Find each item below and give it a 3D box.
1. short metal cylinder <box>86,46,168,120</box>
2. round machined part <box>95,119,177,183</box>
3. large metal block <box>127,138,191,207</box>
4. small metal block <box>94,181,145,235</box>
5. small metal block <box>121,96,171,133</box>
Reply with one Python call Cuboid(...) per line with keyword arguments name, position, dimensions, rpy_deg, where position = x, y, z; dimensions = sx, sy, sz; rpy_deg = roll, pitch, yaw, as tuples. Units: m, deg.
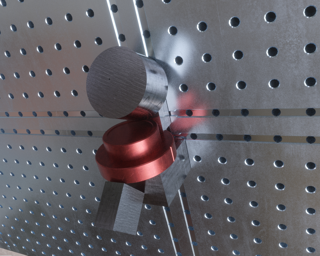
Cuboid(name="short metal cylinder", position=(-0.038, -0.049, 0.361), dimensions=(0.080, 0.050, 0.080), rpy_deg=(-1, 88, 27))
Cuboid(name="round machined part", position=(-0.032, 0.021, 0.379), dimensions=(0.098, 0.098, 0.042), rpy_deg=(1, 119, 27))
Cuboid(name="large metal block", position=(-0.014, 0.054, 0.414), dimensions=(0.080, 0.080, 0.050), rpy_deg=(1, 119, 27))
Cuboid(name="small metal block", position=(-0.045, 0.093, 0.358), dimensions=(0.025, 0.050, 0.050), rpy_deg=(1, 157, 27))
Cuboid(name="small metal block", position=(-0.018, -0.022, 0.404), dimensions=(0.050, 0.025, 0.050), rpy_deg=(1, 119, 27))
